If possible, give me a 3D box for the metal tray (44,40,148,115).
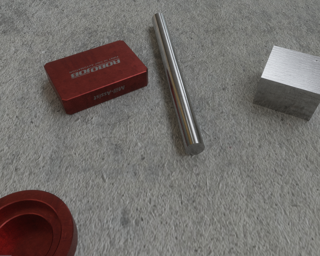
[{"bbox_3d":[-0.095,-0.080,0.466,0.131,0.030,0.090,-24,54,-19],"label":"metal tray"}]

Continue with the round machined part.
[{"bbox_3d":[-0.129,0.113,0.296,0.099,0.042,0.098,0,50,0],"label":"round machined part"}]

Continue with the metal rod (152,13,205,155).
[{"bbox_3d":[0.020,-0.087,0.476,0.025,0.025,0.300,-7,50,-6],"label":"metal rod"}]

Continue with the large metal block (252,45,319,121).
[{"bbox_3d":[0.188,-0.066,0.445,0.080,0.050,0.080,20,53,16],"label":"large metal block"}]
